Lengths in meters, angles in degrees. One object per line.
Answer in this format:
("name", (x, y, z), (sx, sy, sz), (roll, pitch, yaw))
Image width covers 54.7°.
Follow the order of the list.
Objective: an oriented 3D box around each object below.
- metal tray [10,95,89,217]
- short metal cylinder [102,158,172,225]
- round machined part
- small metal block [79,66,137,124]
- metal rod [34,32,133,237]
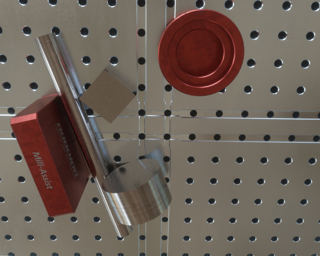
("metal tray", (-0.131, 0.032, 0.388), (0.030, 0.090, 0.129), (-12, 110, 4))
("short metal cylinder", (-0.030, 0.083, 0.414), (0.080, 0.080, 0.050), (-18, 109, 6))
("round machined part", (0.047, -0.091, 0.372), (0.099, 0.042, 0.097), (0, 110, -1))
("small metal block", (-0.065, -0.042, 0.397), (0.050, 0.025, 0.050), (40, 105, -14))
("metal rod", (-0.096, 0.023, 0.420), (0.025, 0.025, 0.298), (-16, 110, 5))
